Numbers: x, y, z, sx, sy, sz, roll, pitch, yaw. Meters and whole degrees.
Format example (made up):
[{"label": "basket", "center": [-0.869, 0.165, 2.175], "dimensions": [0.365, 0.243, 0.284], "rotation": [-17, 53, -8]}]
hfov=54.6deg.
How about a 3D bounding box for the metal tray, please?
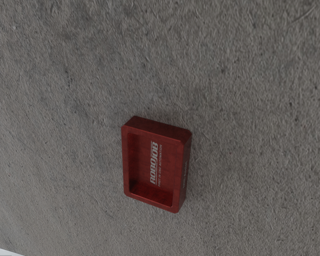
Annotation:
[{"label": "metal tray", "center": [-0.007, 0.054, 0.440], "dimensions": [0.090, 0.030, 0.129], "rotation": [15, 125, 19]}]
